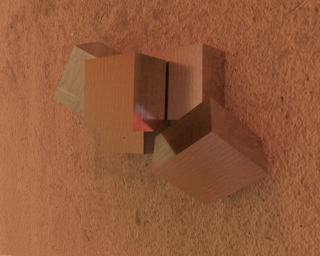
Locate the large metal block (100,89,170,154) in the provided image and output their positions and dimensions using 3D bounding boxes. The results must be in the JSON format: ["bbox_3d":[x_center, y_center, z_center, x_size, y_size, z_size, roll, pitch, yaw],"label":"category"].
[{"bbox_3d":[-0.034,-0.009,0.414,0.080,0.050,0.079,0,90,39],"label":"large metal block"}]

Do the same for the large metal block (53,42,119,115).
[{"bbox_3d":[-0.095,-0.072,0.438,0.050,0.080,0.080,29,112,1],"label":"large metal block"}]

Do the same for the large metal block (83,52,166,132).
[{"bbox_3d":[-0.041,-0.038,0.354,0.080,0.050,0.079,3,92,39],"label":"large metal block"}]

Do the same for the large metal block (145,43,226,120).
[{"bbox_3d":[0.029,-0.049,0.365,0.080,0.050,0.079,0,90,39],"label":"large metal block"}]

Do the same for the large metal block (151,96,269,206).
[{"bbox_3d":[0.050,0.027,0.320,0.080,0.080,0.050,-38,29,33],"label":"large metal block"}]
